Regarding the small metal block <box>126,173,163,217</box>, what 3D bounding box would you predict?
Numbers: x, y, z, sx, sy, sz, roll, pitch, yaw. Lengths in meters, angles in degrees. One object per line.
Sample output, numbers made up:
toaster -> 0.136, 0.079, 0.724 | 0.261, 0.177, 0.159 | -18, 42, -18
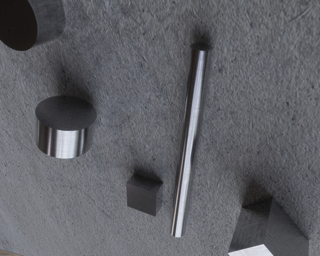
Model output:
small metal block -> -0.024, 0.104, 0.482 | 0.050, 0.025, 0.050 | 15, 125, 19

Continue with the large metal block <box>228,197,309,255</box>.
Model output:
large metal block -> 0.139, 0.149, 0.390 | 0.050, 0.080, 0.080 | -35, 99, 38

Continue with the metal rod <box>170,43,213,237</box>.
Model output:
metal rod -> 0.036, 0.038, 0.410 | 0.025, 0.025, 0.298 | 16, 125, 18

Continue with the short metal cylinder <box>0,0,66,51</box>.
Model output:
short metal cylinder -> -0.168, -0.143, 0.389 | 0.080, 0.050, 0.079 | 13, 124, 20

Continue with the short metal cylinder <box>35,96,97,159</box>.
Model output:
short metal cylinder -> -0.133, -0.003, 0.438 | 0.080, 0.080, 0.050 | 26, 127, 12
